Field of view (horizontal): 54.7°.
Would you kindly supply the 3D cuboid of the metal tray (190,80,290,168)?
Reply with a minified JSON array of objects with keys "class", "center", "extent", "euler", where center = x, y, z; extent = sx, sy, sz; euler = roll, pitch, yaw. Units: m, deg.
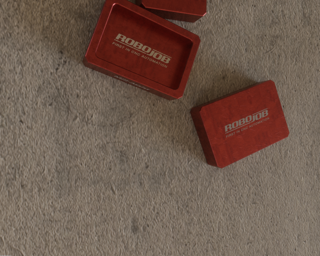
[{"class":"metal tray","center":[0.118,-0.008,0.450],"extent":[0.131,0.030,0.090],"euler":[-22,97,-19]}]

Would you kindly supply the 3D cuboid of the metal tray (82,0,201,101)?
[{"class":"metal tray","center":[-0.021,-0.099,0.398],"extent":[0.131,0.030,0.090],"euler":[20,83,-19]}]

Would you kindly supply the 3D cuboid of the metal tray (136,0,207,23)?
[{"class":"metal tray","center":[0.016,-0.214,0.412],"extent":[0.091,0.030,0.129],"euler":[1,90,-20]}]
